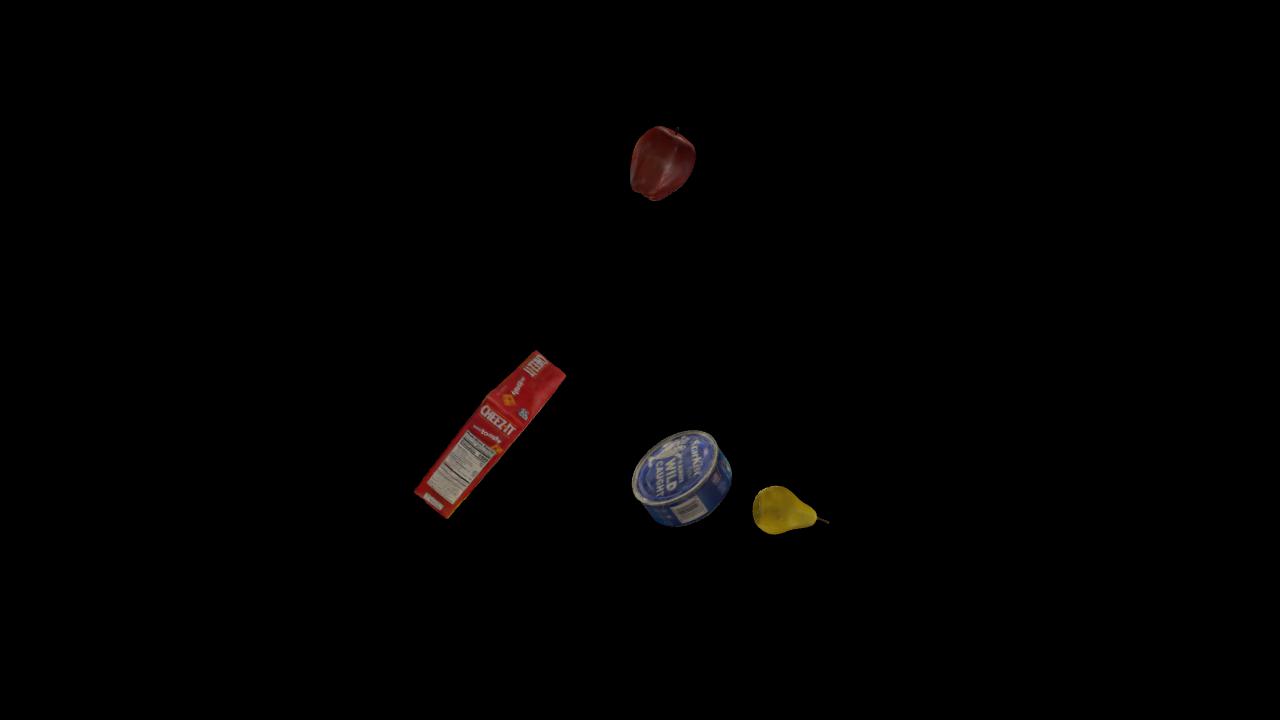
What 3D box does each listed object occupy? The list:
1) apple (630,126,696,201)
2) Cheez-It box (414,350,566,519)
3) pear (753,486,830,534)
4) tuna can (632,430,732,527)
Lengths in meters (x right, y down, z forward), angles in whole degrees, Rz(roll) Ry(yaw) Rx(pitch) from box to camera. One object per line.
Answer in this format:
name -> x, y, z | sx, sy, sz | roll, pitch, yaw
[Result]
apple -> 0.027, -0.249, 0.776 | 0.079, 0.093, 0.079 | 28, 18, -10
Cheez-It box -> -0.218, 0.106, 0.904 | 0.071, 0.223, 0.166 | 40, 27, -6
pear -> 0.234, 0.237, 0.955 | 0.111, 0.080, 0.080 | 13, -2, -8
tuna can -> 0.037, 0.102, 0.533 | 0.084, 0.034, 0.084 | -27, 27, 15
